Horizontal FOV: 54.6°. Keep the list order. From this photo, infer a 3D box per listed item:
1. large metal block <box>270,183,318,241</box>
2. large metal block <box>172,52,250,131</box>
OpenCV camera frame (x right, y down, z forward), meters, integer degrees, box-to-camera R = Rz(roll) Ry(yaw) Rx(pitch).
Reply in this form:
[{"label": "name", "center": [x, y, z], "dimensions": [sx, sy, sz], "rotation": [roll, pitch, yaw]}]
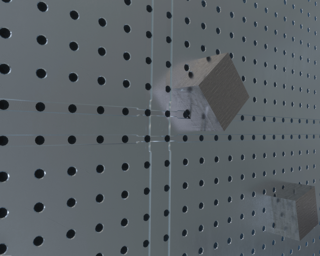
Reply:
[{"label": "large metal block", "center": [0.268, 0.163, 0.616], "dimensions": [0.081, 0.050, 0.080], "rotation": [-16, 100, -39]}, {"label": "large metal block", "center": [0.077, -0.051, 0.456], "dimensions": [0.080, 0.050, 0.080], "rotation": [-48, 119, -29]}]
